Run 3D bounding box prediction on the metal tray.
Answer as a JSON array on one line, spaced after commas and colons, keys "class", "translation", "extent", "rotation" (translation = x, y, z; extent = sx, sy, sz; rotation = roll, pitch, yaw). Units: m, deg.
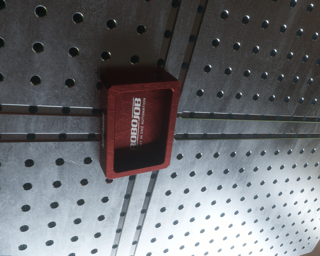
[{"class": "metal tray", "translation": [-0.027, -0.002, 0.390], "extent": [0.091, 0.030, 0.129], "rotation": [-8, 122, -24]}]
